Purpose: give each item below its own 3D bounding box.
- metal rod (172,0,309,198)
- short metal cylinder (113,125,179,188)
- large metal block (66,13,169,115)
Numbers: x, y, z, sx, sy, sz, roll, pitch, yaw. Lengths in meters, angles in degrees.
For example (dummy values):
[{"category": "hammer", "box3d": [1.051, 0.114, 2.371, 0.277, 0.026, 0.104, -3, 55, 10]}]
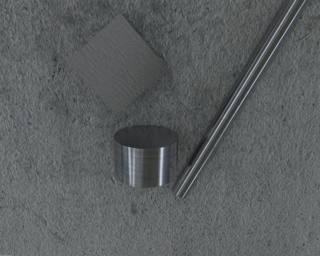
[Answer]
[{"category": "metal rod", "box3d": [0.096, -0.033, 0.398, 0.025, 0.025, 0.298, 25, 108, -10]}, {"category": "short metal cylinder", "box3d": [-0.018, 0.033, 0.392, 0.081, 0.080, 0.050, 1, 110, -1]}, {"category": "large metal block", "box3d": [-0.047, -0.077, 0.367, 0.080, 0.050, 0.080, -38, 106, 12]}]
